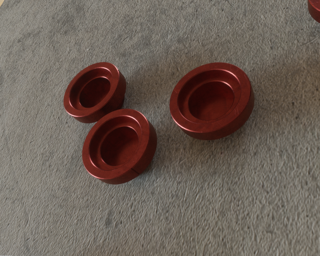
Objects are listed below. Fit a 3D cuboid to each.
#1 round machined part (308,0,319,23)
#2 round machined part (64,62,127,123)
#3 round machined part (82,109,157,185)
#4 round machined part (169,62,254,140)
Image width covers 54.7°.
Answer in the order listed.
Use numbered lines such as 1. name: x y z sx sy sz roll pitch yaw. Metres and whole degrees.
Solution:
1. round machined part: 0.229 -0.154 0.367 0.098 0.042 0.098 -13 56 21
2. round machined part: -0.094 -0.049 0.473 0.098 0.042 0.098 -13 56 21
3. round machined part: -0.048 0.027 0.402 0.098 0.042 0.098 -13 56 21
4. round machined part: 0.065 -0.028 0.376 0.098 0.042 0.098 -13 56 21
